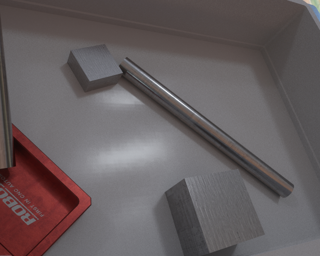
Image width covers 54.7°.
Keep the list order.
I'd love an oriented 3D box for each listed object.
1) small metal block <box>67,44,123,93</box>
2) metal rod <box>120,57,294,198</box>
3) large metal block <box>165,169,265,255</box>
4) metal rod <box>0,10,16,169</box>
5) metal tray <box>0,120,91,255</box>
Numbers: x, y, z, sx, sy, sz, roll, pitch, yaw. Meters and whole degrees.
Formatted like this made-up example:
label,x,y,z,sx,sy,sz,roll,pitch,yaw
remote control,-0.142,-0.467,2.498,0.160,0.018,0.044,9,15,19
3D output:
label,x,y,z,sx,sy,sz,roll,pitch,yaw
small metal block,-0.086,-0.080,0.409,0.050,0.025,0.050,-23,74,-37
metal rod,0.067,0.001,0.442,0.301,0.025,0.025,37,51,-4
large metal block,0.063,0.099,0.364,0.081,0.050,0.080,-4,64,-30
metal rod,-0.164,-0.111,0.291,0.025,0.025,0.298,-6,88,-31
metal tray,-0.142,0.059,0.289,0.130,0.030,0.090,43,51,1
